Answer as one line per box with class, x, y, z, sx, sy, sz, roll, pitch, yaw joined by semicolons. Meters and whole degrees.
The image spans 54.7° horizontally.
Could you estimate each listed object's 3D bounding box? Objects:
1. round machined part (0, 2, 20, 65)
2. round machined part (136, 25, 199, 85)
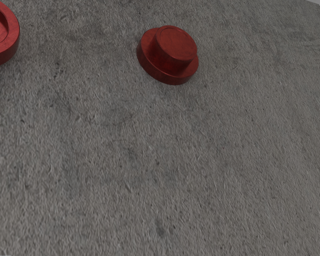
round machined part;-0.210;-0.102;0.342;0.099;0.042;0.098;14;56;-21
round machined part;0.017;-0.117;0.474;0.099;0.042;0.098;14;56;-21
